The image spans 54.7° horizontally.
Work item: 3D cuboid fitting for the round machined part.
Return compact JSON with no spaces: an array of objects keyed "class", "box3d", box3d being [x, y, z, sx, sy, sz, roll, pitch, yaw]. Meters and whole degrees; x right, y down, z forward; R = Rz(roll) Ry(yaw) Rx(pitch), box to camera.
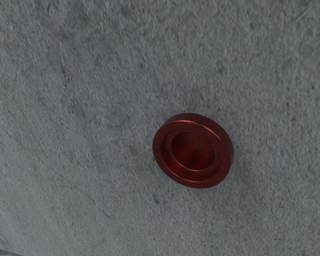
[{"class":"round machined part","box3d":[0.044,0.024,0.387,0.098,0.042,0.097,13,124,20]}]
